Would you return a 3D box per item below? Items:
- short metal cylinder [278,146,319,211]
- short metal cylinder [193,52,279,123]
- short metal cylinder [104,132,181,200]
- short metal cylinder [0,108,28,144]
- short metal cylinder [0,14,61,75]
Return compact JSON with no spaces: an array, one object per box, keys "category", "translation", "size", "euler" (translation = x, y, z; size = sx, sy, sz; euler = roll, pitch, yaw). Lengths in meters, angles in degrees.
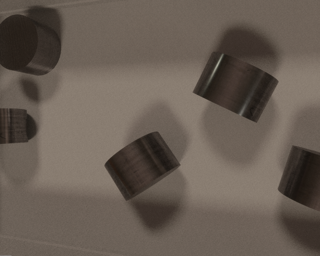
[{"category":"short metal cylinder","translation":[0.171,0.054,0.321],"size":[0.080,0.080,0.050],"euler":[18,96,19]},{"category":"short metal cylinder","translation":[0.084,-0.046,0.351],"size":[0.080,0.080,0.050],"euler":[28,99,17]},{"category":"short metal cylinder","translation":[-0.021,0.048,0.388],"size":[0.080,0.080,0.050],"euler":[-37,79,16]},{"category":"short metal cylinder","translation":[-0.243,-0.001,0.465],"size":[0.080,0.080,0.050],"euler":[-4,89,19]},{"category":"short metal cylinder","translation":[-0.198,-0.122,0.465],"size":[0.080,0.050,0.079],"euler":[0,90,19]}]
